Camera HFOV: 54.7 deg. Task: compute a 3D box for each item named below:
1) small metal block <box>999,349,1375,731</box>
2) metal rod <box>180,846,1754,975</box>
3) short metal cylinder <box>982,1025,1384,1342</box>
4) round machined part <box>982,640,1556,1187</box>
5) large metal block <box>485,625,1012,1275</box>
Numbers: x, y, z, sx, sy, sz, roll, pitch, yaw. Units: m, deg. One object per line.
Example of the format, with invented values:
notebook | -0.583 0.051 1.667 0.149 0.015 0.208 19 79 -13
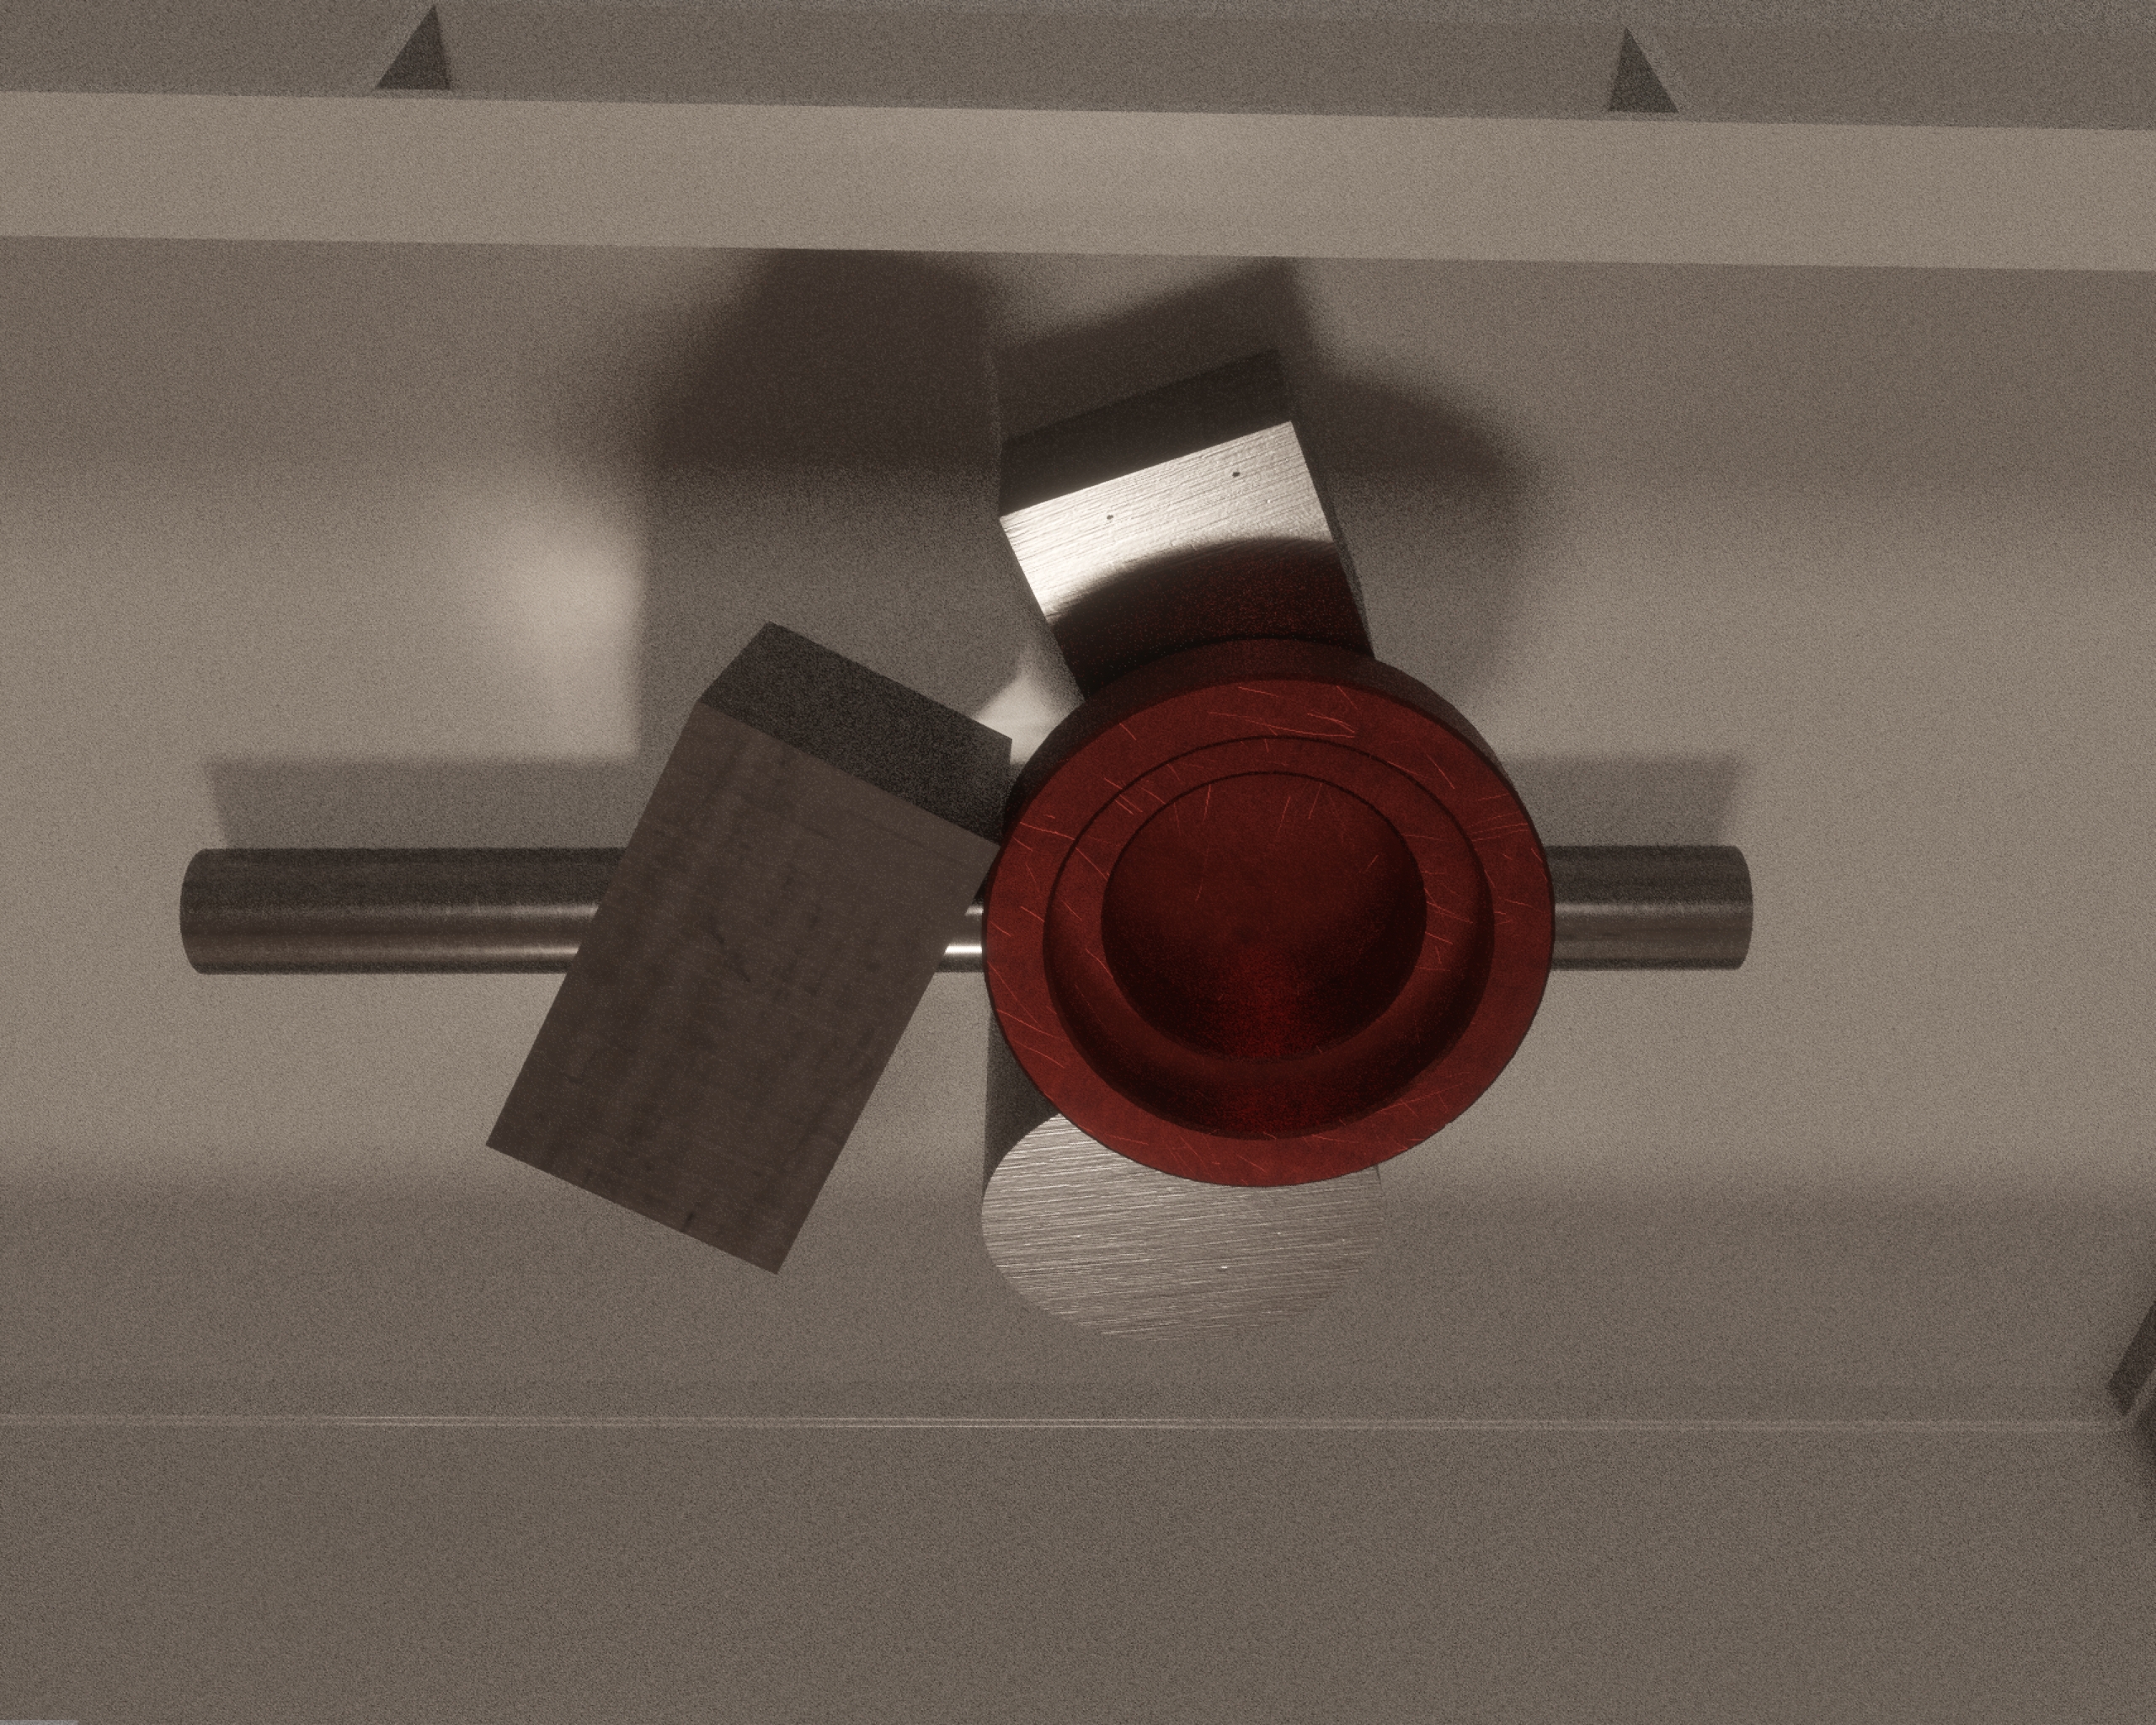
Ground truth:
small metal block | 0.019 -0.054 0.362 0.050 0.025 0.050 -16 129 13
metal rod | -0.021 0.009 0.413 0.302 0.025 0.025 0 130 -1
short metal cylinder | 0.021 0.056 0.437 0.081 0.050 0.079 0 130 0
round machined part | 0.033 0.006 0.377 0.099 0.042 0.097 0 113 0
large metal block | -0.053 0.011 0.360 0.050 0.080 0.080 26 103 -7
